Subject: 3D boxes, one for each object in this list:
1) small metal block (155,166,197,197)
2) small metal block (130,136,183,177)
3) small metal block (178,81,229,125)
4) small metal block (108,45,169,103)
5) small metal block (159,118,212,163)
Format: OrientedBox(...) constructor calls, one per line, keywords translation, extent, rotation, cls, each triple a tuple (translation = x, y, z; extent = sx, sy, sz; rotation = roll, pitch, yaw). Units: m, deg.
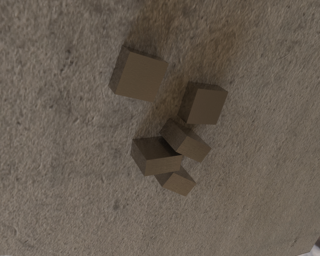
OrientedBox(translation=(0.017, 0.066, 0.443), extent=(0.050, 0.050, 0.025), rotation=(30, 101, -38), cls="small metal block")
OrientedBox(translation=(-0.006, 0.036, 0.411), extent=(0.050, 0.050, 0.025), rotation=(-6, 121, -26), cls="small metal block")
OrientedBox(translation=(0.058, -0.033, 0.420), extent=(0.050, 0.025, 0.050), rotation=(2, 118, -30), cls="small metal block")
OrientedBox(translation=(-0.025, -0.061, 0.357), extent=(0.050, 0.025, 0.050), rotation=(10, 114, -33), cls="small metal block")
OrientedBox(translation=(0.034, 0.017, 0.421), extent=(0.050, 0.050, 0.025), rotation=(27, 103, -38), cls="small metal block")
